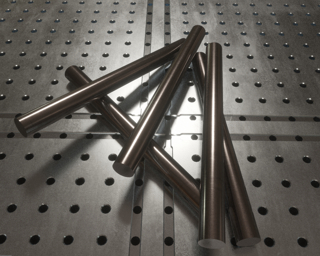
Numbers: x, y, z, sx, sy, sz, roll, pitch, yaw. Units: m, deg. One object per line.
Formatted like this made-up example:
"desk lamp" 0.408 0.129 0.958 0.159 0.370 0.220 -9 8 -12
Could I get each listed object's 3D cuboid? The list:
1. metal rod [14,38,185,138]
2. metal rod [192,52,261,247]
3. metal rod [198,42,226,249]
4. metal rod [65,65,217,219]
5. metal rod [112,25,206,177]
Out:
"metal rod" -0.058 -0.070 0.438 0.025 0.025 0.302 35 49 25
"metal rod" 0.076 0.001 0.407 0.025 0.025 0.300 -4 50 -4
"metal rod" 0.065 -0.007 0.380 0.025 0.025 0.300 5 50 4
"metal rod" -0.039 0.003 0.404 0.025 0.025 0.300 -33 58 -25
"metal rod" 0.013 -0.059 0.427 0.025 0.025 0.301 16 49 13
